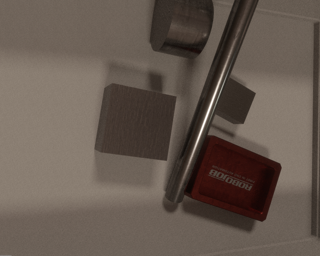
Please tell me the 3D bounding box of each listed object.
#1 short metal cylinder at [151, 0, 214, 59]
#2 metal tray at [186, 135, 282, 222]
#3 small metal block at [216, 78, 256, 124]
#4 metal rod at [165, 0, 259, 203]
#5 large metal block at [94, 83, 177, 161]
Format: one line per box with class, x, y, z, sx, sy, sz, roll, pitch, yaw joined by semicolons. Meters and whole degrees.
short metal cylinder;0.025;-0.132;0.392;0.050;0.080;0.080;7;88;-20
metal tray;0.106;0.073;0.448;0.131;0.030;0.090;22;83;-19
small metal block;0.104;-0.039;0.451;0.050;0.025;0.050;27;81;-19
metal rod;0.063;-0.040;0.375;0.025;0.025;0.298;11;109;-20
large metal block;-0.032;-0.006;0.386;0.081;0.050;0.080;10;87;-20
